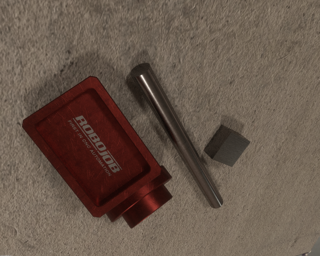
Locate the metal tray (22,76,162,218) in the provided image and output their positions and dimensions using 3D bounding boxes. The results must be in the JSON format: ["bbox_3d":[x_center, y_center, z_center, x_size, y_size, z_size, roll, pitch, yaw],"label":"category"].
[{"bbox_3d":[-0.071,0.020,0.340,0.090,0.030,0.130,-35,101,-5],"label":"metal tray"}]

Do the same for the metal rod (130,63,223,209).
[{"bbox_3d":[0.038,0.032,0.449,0.025,0.025,0.299,-36,130,-5],"label":"metal rod"}]

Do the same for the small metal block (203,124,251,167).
[{"bbox_3d":[0.105,0.028,0.484,0.050,0.025,0.050,23,106,-37],"label":"small metal block"}]

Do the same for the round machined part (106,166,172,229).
[{"bbox_3d":[-0.022,0.096,0.411,0.098,0.042,0.098,-36,169,-8],"label":"round machined part"}]
